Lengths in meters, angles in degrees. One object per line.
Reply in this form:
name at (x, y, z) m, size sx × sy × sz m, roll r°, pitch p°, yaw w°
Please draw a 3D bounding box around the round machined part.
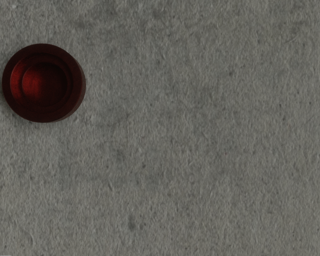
round machined part at (-0.145, -0.055, 0.400) m, size 0.099 × 0.042 × 0.097 m, roll 0°, pitch 90°, yaw -1°
